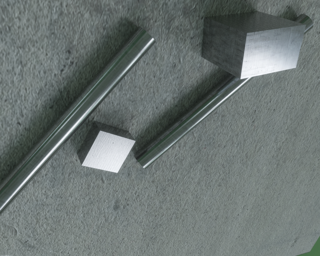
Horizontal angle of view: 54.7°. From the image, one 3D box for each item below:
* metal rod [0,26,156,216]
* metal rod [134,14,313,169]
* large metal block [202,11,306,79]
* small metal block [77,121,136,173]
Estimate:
[{"bbox_3d":[-0.115,0.008,0.349,0.300,0.025,0.025,-47,130,5],"label":"metal rod"},{"bbox_3d":[0.087,-0.050,0.425,0.300,0.025,0.025,-40,130,-1],"label":"metal rod"},{"bbox_3d":[0.107,-0.102,0.368,0.081,0.080,0.050,-14,124,-21],"label":"large metal block"},{"bbox_3d":[-0.067,0.024,0.387,0.050,0.025,0.050,19,108,-36],"label":"small metal block"}]
